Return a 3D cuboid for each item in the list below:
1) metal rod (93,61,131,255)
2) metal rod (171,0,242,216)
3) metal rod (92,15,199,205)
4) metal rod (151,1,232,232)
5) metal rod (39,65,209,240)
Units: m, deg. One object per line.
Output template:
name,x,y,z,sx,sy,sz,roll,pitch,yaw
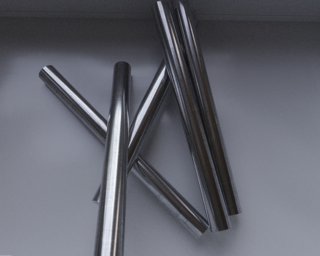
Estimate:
metal rod,-0.047,0.022,0.337,0.025,0.025,0.300,-2,45,-1
metal rod,0.057,-0.039,0.405,0.025,0.025,0.299,-11,78,-4
metal rod,-0.008,-0.038,0.405,0.025,0.025,0.300,21,64,7
metal rod,0.035,-0.025,0.388,0.025,0.025,0.299,-13,76,-5
metal rod,-0.054,0.022,0.400,0.025,0.025,0.300,-43,76,-14
